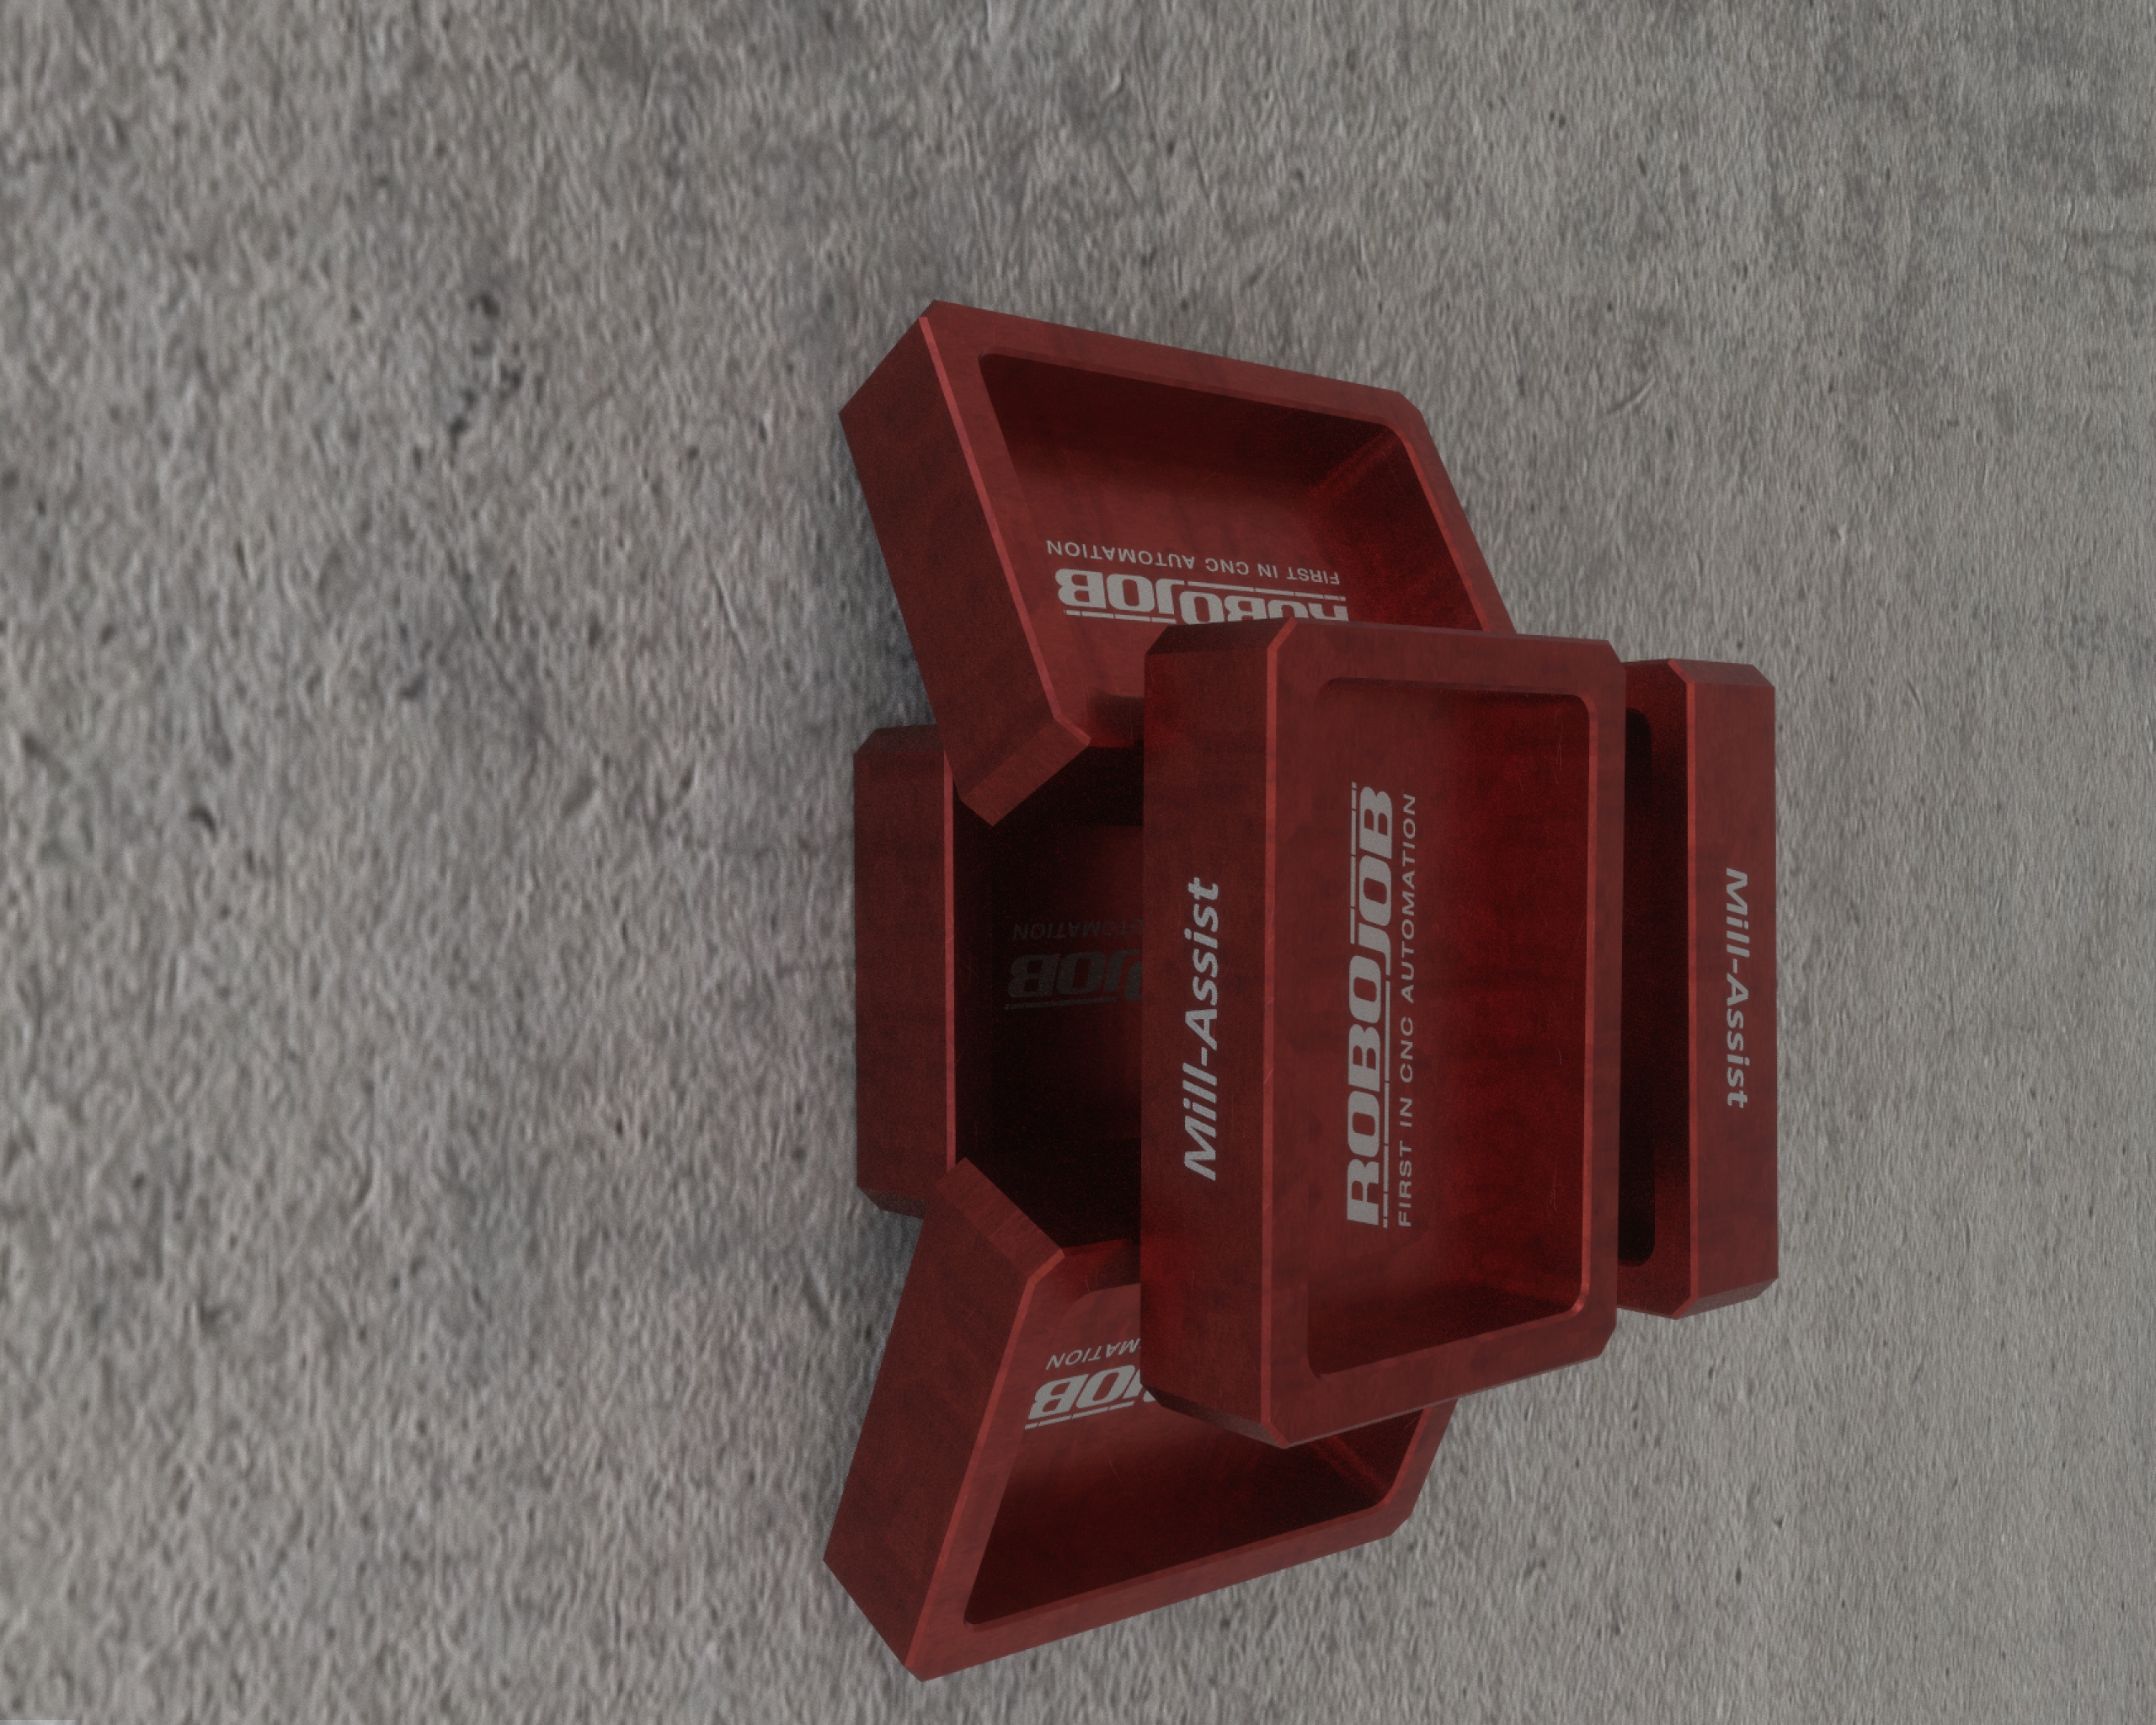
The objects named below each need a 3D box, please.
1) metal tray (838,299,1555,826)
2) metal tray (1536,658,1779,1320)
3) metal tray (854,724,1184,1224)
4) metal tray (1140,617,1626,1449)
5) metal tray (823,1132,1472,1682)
[{"bbox_3d":[0.027,-0.053,0.398,0.131,0.030,0.090,-1,64,-40],"label":"metal tray"},{"bbox_3d":[0.101,0.024,0.446,0.030,0.090,0.129,-1,91,-40],"label":"metal tray"},{"bbox_3d":[0.018,0.019,0.416,0.131,0.030,0.089,-1,91,-40],"label":"metal tray"},{"bbox_3d":[0.054,0.025,0.359,0.091,0.030,0.129,-2,93,-40],"label":"metal tray"},{"bbox_3d":[0.023,0.096,0.397,0.131,0.030,0.089,0,115,-40],"label":"metal tray"}]
